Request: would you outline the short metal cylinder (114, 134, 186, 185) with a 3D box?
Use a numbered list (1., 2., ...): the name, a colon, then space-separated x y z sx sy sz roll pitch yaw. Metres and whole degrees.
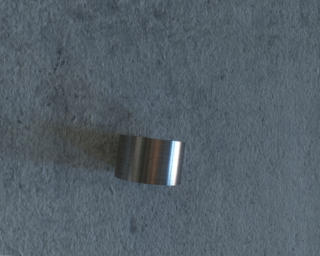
1. short metal cylinder: -0.012 0.037 0.376 0.081 0.080 0.050 8 88 -20
